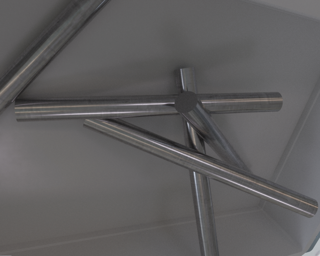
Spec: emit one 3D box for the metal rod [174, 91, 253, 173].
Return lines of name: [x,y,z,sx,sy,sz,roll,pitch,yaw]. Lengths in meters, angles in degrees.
metal rod: [0.092,0.033,0.431,0.025,0.025,0.300,-45,144,3]

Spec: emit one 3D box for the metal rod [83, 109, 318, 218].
metal rod: [0.054,0.045,0.376,0.301,0.025,0.025,23,108,-7]

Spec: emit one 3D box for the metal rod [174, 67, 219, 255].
metal rod: [0.053,0.072,0.407,0.025,0.025,0.298,-13,100,-22]

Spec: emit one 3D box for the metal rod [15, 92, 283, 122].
metal rod: [0.000,-0.026,0.354,0.302,0.025,0.025,-3,121,-14]

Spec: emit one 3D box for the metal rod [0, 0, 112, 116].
metal rod: [-0.147,-0.041,0.302,0.300,0.025,0.025,-45,129,3]
